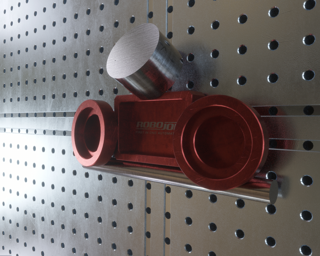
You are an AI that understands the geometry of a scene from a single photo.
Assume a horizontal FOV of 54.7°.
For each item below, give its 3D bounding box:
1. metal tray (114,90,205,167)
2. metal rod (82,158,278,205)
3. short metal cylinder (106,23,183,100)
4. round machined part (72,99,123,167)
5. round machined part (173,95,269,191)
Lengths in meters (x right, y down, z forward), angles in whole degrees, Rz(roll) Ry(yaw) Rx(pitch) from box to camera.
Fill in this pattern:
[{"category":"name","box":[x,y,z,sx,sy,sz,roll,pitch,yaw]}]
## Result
[{"category":"metal tray","box":[-0.005,0.000,0.404,0.130,0.030,0.089,1,91,39]},{"category":"metal rod","box":[-0.002,0.059,0.405,0.300,0.025,0.025,3,92,39]},{"category":"short metal cylinder","box":[-0.019,-0.082,0.385,0.080,0.050,0.080,-20,52,29]},{"category":"round machined part","box":[-0.090,0.008,0.461,0.098,0.042,0.097,-4,84,48]},{"category":"round machined part","box":[0.067,0.015,0.332,0.098,0.042,0.097,-1,88,32]}]
